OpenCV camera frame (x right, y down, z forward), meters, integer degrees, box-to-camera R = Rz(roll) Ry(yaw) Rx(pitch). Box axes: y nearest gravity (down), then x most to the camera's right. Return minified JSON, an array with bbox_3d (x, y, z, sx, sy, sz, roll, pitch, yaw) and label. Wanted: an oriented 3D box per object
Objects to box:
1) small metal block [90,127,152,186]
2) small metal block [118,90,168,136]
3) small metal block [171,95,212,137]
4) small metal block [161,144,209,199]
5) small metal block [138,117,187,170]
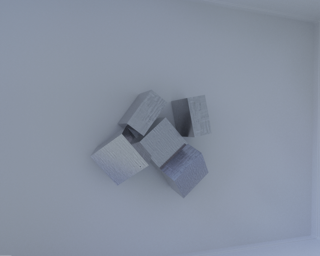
[{"bbox_3d":[-0.047,0.035,0.380,0.050,0.025,0.050,-35,104,17],"label":"small metal block"},{"bbox_3d":[-0.023,-0.018,0.387,0.025,0.050,0.050,38,78,-16],"label":"small metal block"},{"bbox_3d":[0.041,-0.015,0.411,0.025,0.050,0.050,-12,94,-21],"label":"small metal block"},{"bbox_3d":[0.034,0.057,0.409,0.050,0.025,0.050,-43,141,-15],"label":"small metal block"},{"bbox_3d":[0.001,0.021,0.410,0.050,0.025,0.050,-44,104,-15],"label":"small metal block"}]
